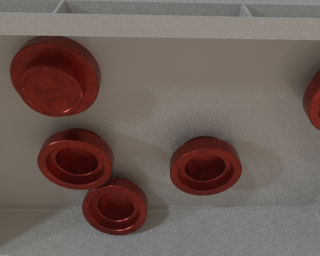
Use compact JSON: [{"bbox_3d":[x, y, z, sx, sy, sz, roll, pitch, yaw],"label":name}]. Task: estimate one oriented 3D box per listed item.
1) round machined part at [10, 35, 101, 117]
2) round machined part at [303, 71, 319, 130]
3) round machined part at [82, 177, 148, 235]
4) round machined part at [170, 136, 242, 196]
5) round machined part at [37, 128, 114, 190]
[{"bbox_3d":[-0.120,-0.051,0.353,0.099,0.042,0.097,-1,130,0],"label":"round machined part"},{"bbox_3d":[0.219,-0.042,0.366,0.099,0.042,0.097,-1,130,0],"label":"round machined part"},{"bbox_3d":[-0.068,0.117,0.487,0.099,0.042,0.097,1,116,3],"label":"round machined part"},{"bbox_3d":[0.063,0.050,0.441,0.099,0.042,0.097,-1,130,0],"label":"round machined part"},{"bbox_3d":[-0.113,0.039,0.429,0.099,0.042,0.097,-1,130,0],"label":"round machined part"}]
